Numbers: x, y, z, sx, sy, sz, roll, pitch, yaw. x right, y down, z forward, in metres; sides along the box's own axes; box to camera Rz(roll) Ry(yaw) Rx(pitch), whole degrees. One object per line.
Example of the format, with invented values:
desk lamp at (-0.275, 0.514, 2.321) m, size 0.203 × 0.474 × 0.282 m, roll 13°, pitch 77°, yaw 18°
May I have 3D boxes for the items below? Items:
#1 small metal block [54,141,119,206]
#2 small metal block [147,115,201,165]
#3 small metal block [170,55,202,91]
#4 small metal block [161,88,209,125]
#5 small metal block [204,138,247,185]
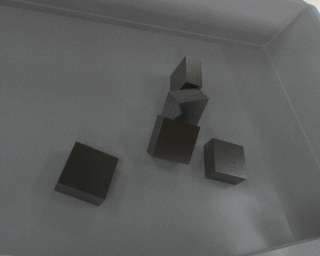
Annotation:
small metal block at (-0.078, 0.050, 0.334) m, size 0.050 × 0.025 × 0.050 m, roll 24°, pitch 53°, yaw -14°
small metal block at (0.017, 0.015, 0.391) m, size 0.050 × 0.025 × 0.050 m, roll 15°, pitch 94°, yaw -21°
small metal block at (0.037, -0.068, 0.453) m, size 0.025 × 0.050 × 0.050 m, roll 16°, pitch 55°, yaw -20°
small metal block at (0.032, -0.025, 0.420) m, size 0.050 × 0.050 × 0.025 m, roll -11°, pitch 47°, yaw -33°
small metal block at (0.089, 0.047, 0.427) m, size 0.050 × 0.025 × 0.050 m, roll 16°, pitch 55°, yaw -20°
